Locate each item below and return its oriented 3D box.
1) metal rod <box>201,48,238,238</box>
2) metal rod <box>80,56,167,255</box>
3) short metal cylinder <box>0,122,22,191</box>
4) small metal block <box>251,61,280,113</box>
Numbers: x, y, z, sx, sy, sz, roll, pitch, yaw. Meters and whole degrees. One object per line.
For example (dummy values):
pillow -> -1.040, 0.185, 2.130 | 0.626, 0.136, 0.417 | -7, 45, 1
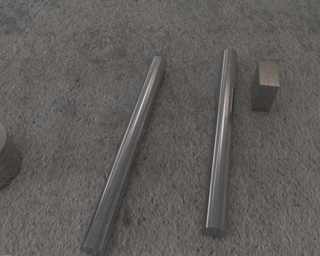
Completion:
metal rod -> 0.084, -0.006, 0.408 | 0.025, 0.025, 0.300 | 9, 50, 7
metal rod -> -0.034, 0.008, 0.395 | 0.025, 0.025, 0.300 | 10, 51, 8
short metal cylinder -> -0.210, 0.034, 0.357 | 0.081, 0.050, 0.080 | 0, 50, 0
small metal block -> 0.147, -0.058, 0.437 | 0.025, 0.050, 0.050 | 8, 51, 6
